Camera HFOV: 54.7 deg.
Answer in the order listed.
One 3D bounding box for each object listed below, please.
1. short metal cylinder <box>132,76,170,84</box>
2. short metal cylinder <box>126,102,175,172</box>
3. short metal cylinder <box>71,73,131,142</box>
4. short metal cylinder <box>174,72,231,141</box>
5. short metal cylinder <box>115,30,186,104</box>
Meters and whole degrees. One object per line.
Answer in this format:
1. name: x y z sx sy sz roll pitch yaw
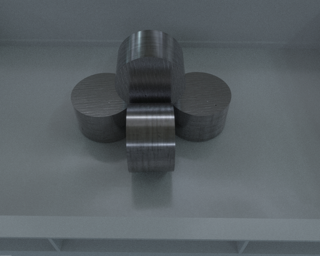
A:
1. short metal cylinder: -0.013 -0.088 0.441 0.050 0.080 0.080 -1 50 -2
2. short metal cylinder: -0.010 0.011 0.358 0.050 0.080 0.080 -1 50 -2
3. short metal cylinder: -0.071 -0.028 0.409 0.080 0.050 0.080 0 50 0
4. short metal cylinder: 0.050 -0.029 0.411 0.080 0.050 0.080 0 50 0
5. short metal cylinder: -0.011 -0.067 0.366 0.081 0.080 0.050 -1 50 -1
